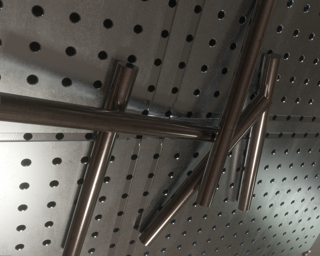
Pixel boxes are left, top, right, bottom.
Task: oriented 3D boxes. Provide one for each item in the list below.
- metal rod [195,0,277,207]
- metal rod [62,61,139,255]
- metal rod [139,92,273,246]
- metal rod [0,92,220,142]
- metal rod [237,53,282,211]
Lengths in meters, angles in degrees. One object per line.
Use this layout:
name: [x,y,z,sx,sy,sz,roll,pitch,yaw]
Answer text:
metal rod: [0.100,-0.027,0.425,0.025,0.025,0.298,4,108,-31]
metal rod: [-0.084,0.059,0.403,0.025,0.025,0.298,6,115,-32]
metal rod: [0.064,0.071,0.481,0.025,0.025,0.299,27,107,-38]
metal rod: [-0.028,-0.004,0.364,0.302,0.025,0.025,7,115,-42]
metal rod: [0.160,0.024,0.516,0.025,0.025,0.298,-14,125,-21]
